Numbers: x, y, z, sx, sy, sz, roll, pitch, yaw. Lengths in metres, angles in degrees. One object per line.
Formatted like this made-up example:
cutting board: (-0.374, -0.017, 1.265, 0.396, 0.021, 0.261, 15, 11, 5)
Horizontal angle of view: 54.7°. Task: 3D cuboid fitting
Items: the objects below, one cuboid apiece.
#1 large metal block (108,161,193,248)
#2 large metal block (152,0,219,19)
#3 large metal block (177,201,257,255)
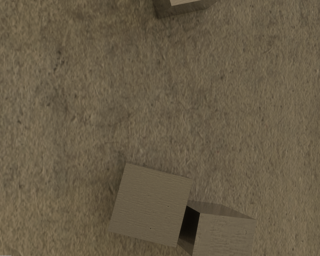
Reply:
large metal block: (-0.012, 0.090, 0.381, 0.080, 0.050, 0.080, 15, 85, -3)
large metal block: (0.030, -0.198, 0.407, 0.081, 0.050, 0.080, -19, 97, -19)
large metal block: (0.064, 0.130, 0.405, 0.081, 0.080, 0.050, 13, 86, -20)
